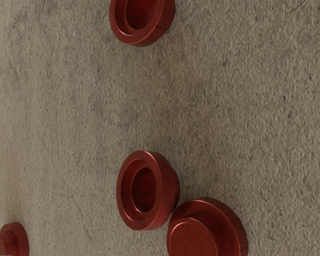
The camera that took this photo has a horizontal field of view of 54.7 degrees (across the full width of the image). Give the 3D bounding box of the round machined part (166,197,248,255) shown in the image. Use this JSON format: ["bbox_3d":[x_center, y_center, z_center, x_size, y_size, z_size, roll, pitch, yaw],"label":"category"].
[{"bbox_3d":[0.046,0.132,0.356,0.098,0.042,0.097,0,90,40],"label":"round machined part"}]

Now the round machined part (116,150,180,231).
[{"bbox_3d":[-0.012,0.079,0.395,0.098,0.042,0.098,-15,71,49],"label":"round machined part"}]

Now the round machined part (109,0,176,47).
[{"bbox_3d":[-0.019,-0.156,0.410,0.098,0.042,0.097,0,90,40],"label":"round machined part"}]

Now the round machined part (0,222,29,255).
[{"bbox_3d":[-0.324,0.255,0.662,0.098,0.042,0.097,0,90,40],"label":"round machined part"}]
